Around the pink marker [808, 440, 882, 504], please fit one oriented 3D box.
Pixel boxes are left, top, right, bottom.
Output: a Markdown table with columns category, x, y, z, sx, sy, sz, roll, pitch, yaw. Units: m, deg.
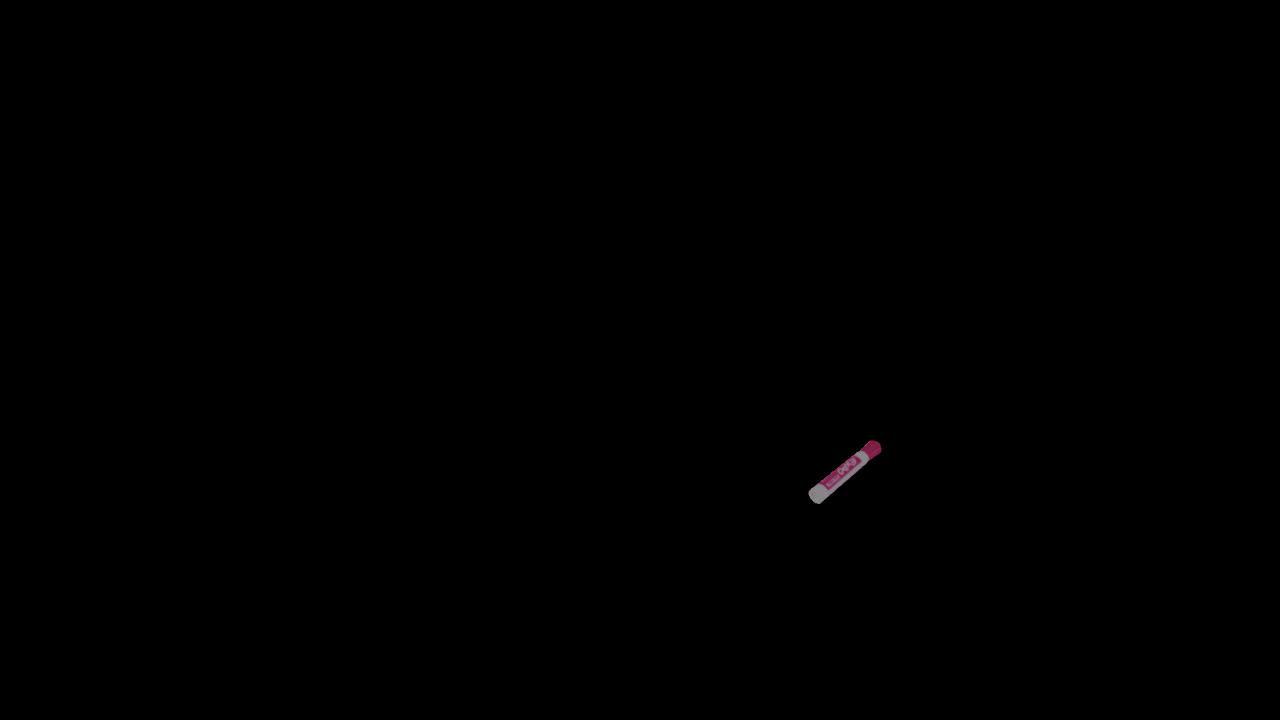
| category | x | y | z | sx | sy | sz | roll | pitch | yaw |
| --- | --- | --- | --- | --- | --- | --- | --- | --- | --- |
| pink marker | 0.250 | 0.133 | 0.741 | 0.121 | 0.020 | 0.020 | -30 | 14 | -26 |
